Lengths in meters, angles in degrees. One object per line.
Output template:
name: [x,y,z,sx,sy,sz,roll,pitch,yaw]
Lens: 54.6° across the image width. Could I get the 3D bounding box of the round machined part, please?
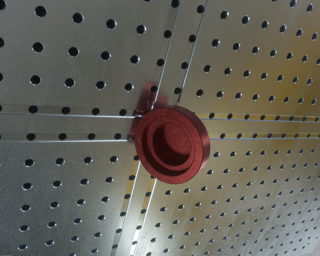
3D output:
round machined part: [0.020,0.019,0.398,0.042,0.098,0.097,-21,134,-56]
